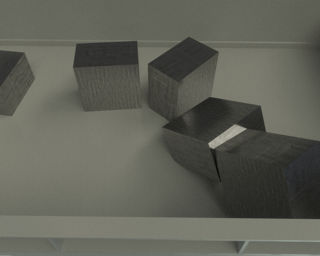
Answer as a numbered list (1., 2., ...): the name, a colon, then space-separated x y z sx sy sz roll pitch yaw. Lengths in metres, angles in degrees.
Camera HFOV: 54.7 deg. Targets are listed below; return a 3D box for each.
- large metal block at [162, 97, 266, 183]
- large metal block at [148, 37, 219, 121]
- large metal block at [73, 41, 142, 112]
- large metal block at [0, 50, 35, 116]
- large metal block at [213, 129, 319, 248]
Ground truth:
1. large metal block: 0.064 0.008 0.361 0.080 0.050 0.080 -32 28 -25
2. large metal block: 0.031 -0.064 0.423 0.050 0.080 0.080 35 58 26
3. large metal block: -0.068 -0.070 0.428 0.081 0.080 0.050 -4 50 -3
4. large metal block: -0.241 -0.067 0.444 0.080 0.050 0.080 7 50 5
5. large metal block: 0.106 0.052 0.298 0.050 0.080 0.080 -27 21 -27
